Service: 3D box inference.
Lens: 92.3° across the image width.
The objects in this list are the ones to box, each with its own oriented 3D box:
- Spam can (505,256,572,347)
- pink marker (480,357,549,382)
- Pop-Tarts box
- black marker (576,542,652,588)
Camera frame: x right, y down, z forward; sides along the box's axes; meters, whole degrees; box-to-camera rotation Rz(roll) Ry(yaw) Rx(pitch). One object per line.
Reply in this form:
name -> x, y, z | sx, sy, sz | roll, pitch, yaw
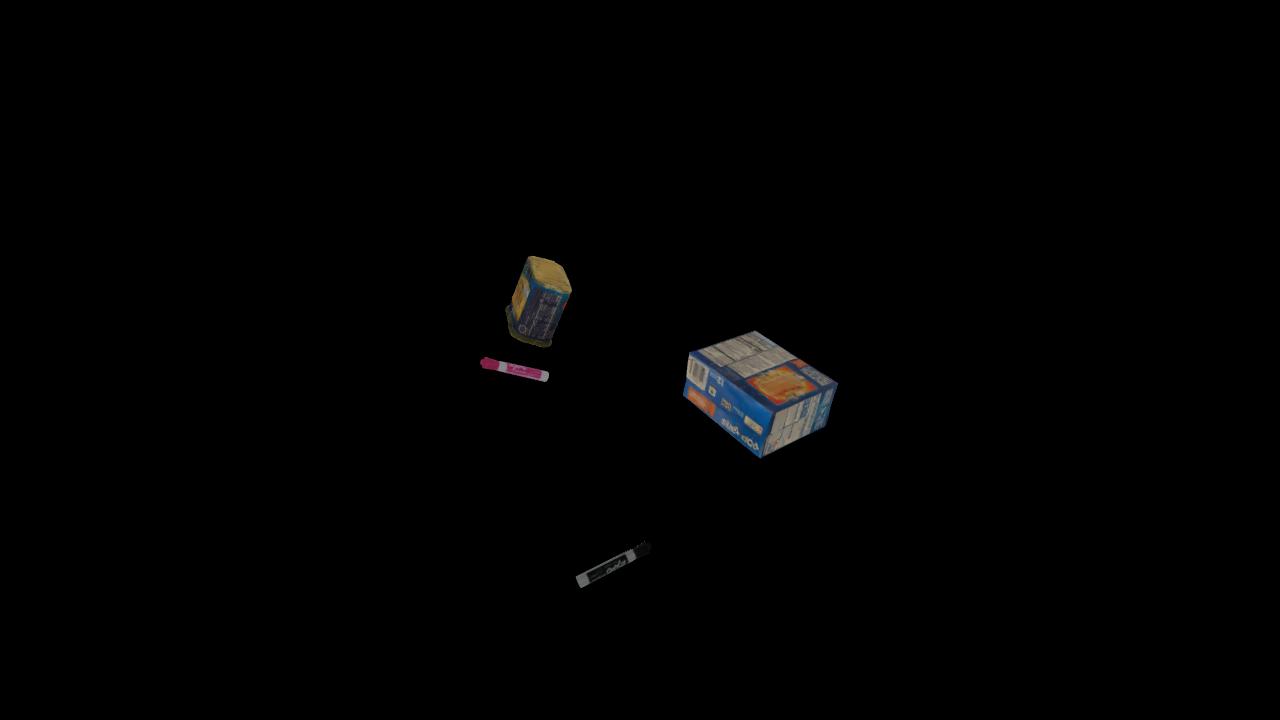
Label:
Spam can -> -0.134, -0.079, 0.810 | 0.058, 0.085, 0.101 | 15, 25, -26
pink marker -> -0.207, 0.016, 1.020 | 0.121, 0.020, 0.020 | 15, -9, -36
Pop-Tarts box -> 0.171, 0.044, 0.896 | 0.141, 0.083, 0.167 | -18, 41, -33
black marker -> -0.037, 0.304, 0.918 | 0.121, 0.020, 0.020 | -22, 7, -17
